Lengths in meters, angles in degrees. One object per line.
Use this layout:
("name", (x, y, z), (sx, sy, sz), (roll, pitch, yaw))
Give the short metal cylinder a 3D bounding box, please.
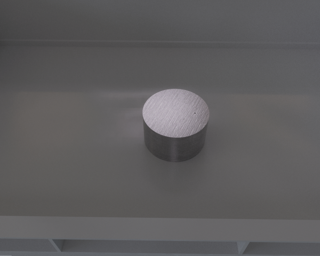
("short metal cylinder", (0.019, -0.004, 0.392), (0.080, 0.050, 0.080), (0, 50, 0))
